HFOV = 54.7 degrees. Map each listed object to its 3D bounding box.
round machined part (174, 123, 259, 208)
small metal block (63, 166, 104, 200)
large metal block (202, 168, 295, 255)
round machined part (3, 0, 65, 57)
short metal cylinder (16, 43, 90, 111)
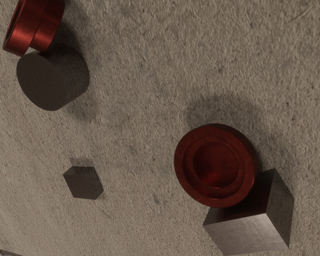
[{"bbox_3d":[0.070,0.042,0.372,0.098,0.042,0.097,7,104,30],"label":"round machined part"},{"bbox_3d":[-0.131,0.094,0.532,0.050,0.025,0.050,-2,118,29],"label":"small metal block"},{"bbox_3d":[0.109,0.102,0.376,0.080,0.080,0.050,-25,105,36],"label":"large metal block"},{"bbox_3d":[-0.147,-0.129,0.368,0.042,0.098,0.098,21,138,-33],"label":"round machined part"},{"bbox_3d":[-0.144,-0.070,0.422,0.080,0.050,0.079,13,124,20],"label":"short metal cylinder"}]
